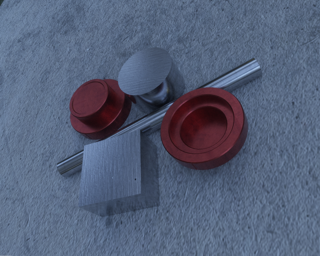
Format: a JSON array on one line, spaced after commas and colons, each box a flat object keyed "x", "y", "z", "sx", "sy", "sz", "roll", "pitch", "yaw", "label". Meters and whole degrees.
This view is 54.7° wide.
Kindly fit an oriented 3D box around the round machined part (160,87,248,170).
[{"x": 0.054, "y": 0.004, "z": 0.363, "sx": 0.098, "sy": 0.042, "sz": 0.098, "roll": -13, "pitch": 56, "yaw": 21, "label": "round machined part"}]

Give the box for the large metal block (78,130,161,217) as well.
[{"x": -0.048, "y": 0.057, "z": 0.380, "sx": 0.080, "sy": 0.050, "sz": 0.080, "roll": -16, "pitch": 55, "yaw": 19, "label": "large metal block"}]

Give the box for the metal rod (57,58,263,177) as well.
[{"x": -0.008, "y": -0.009, "z": 0.416, "sx": 0.300, "sy": 0.025, "sz": 0.025, "roll": -28, "pitch": 52, "yaw": 10, "label": "metal rod"}]

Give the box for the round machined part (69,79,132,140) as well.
[{"x": -0.096, "y": -0.035, "z": 0.466, "sx": 0.098, "sy": 0.042, "sz": 0.098, "roll": -13, "pitch": 56, "yaw": 21, "label": "round machined part"}]

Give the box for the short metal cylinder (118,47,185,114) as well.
[{"x": -0.011, "y": -0.066, "z": 0.435, "sx": 0.080, "sy": 0.050, "sz": 0.080, "roll": -13, "pitch": 56, "yaw": 21, "label": "short metal cylinder"}]
